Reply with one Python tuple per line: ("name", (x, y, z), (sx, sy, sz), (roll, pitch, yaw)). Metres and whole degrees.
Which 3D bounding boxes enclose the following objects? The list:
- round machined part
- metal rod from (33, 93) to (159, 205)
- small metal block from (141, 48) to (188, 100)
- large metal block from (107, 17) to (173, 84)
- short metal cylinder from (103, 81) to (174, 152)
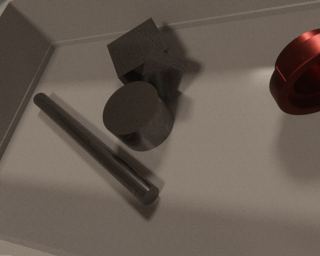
("round machined part", (0.158, -0.060, 0.313), (0.098, 0.098, 0.042), (-25, 53, 13))
("metal rod", (-0.110, 0.015, 0.452), (0.300, 0.025, 0.025), (33, 80, 38))
("small metal block", (0.004, -0.071, 0.415), (0.050, 0.050, 0.025), (22, 46, 3))
("large metal block", (-0.025, -0.106, 0.466), (0.080, 0.050, 0.080), (-29, 52, 9))
("short metal cylinder", (-0.028, -0.015, 0.412), (0.080, 0.050, 0.080), (-13, 56, 20))
